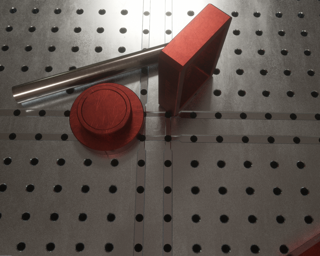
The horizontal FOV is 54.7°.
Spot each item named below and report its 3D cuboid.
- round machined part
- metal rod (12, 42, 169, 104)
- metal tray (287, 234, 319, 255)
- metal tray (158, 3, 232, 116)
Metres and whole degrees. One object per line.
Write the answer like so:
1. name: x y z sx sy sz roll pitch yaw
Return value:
1. round machined part: -0.070 -0.017 0.408 0.099 0.042 0.098 0 70 -1
2. metal rod: -0.055 -0.090 0.443 0.302 0.025 0.025 -18 71 -7
3. metal tray: 0.224 0.158 0.354 0.131 0.030 0.090 -28 73 -10
4. metal tray: 0.038 -0.077 0.385 0.030 0.130 0.090 39 75 12
